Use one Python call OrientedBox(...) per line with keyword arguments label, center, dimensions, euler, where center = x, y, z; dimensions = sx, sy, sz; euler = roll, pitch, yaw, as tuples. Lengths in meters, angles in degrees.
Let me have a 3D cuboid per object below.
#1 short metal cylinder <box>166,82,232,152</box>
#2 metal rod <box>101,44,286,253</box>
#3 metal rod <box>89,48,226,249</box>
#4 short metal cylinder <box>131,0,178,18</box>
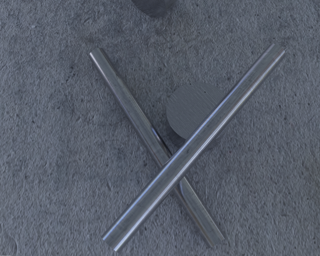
OrientedBox(label="short metal cylinder", center=(0.048, -0.012, 0.399), dimensions=(0.081, 0.050, 0.080), euler=(0, 70, 0))
OrientedBox(label="metal rod", center=(0.048, 0.011, 0.351), dimensions=(0.025, 0.025, 0.301), euler=(39, 75, 13))
OrientedBox(label="metal rod", center=(-0.012, 0.013, 0.402), dimensions=(0.025, 0.025, 0.299), euler=(-30, 73, -10))
OrientedBox(label="short metal cylinder", center=(-0.008, -0.212, 0.456), dimensions=(0.080, 0.080, 0.050), euler=(36, 74, 12))
